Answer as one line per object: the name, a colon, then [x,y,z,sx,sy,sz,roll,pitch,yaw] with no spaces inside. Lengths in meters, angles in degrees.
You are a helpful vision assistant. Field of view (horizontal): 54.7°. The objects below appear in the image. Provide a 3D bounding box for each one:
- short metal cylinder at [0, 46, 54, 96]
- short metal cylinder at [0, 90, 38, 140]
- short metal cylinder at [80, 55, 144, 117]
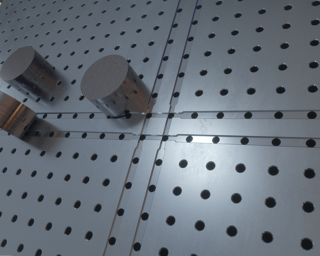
short metal cylinder: [-0.252,-0.108,0.587,0.080,0.050,0.080,-13,56,20]
short metal cylinder: [-0.255,-0.022,0.517,0.080,0.080,0.050,19,72,35]
short metal cylinder: [-0.071,-0.063,0.466,0.080,0.050,0.080,-13,57,20]
